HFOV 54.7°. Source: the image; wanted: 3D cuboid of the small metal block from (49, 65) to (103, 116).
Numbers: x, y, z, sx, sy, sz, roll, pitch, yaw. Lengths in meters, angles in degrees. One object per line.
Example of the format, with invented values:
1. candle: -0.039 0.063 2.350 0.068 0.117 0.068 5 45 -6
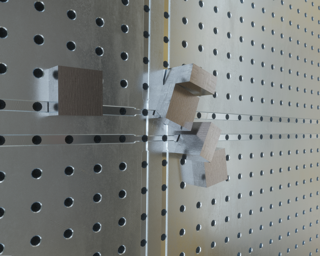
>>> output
1. small metal block: -0.090 -0.038 0.335 0.050 0.025 0.050 -1 91 -40

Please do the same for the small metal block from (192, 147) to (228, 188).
1. small metal block: 0.077 0.059 0.476 0.050 0.025 0.050 -11 97 -40

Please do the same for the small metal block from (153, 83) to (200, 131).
1. small metal block: 0.024 -0.028 0.431 0.050 0.025 0.050 26 74 -37

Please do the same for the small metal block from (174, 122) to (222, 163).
1. small metal block: 0.053 0.019 0.440 0.025 0.050 0.050 35 69 -35

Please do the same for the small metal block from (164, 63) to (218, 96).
1. small metal block: 0.043 -0.065 0.431 0.050 0.050 0.025 20 77 -39
